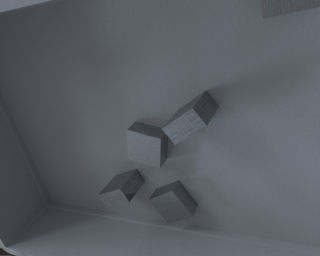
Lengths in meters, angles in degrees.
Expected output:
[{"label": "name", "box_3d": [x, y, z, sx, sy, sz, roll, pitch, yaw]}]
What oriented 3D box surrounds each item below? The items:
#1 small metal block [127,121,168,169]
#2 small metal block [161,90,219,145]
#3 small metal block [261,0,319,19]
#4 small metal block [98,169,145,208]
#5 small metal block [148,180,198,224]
[{"label": "small metal block", "box_3d": [-0.017, 0.023, 0.431, 0.050, 0.025, 0.050, 14, 124, 19]}, {"label": "small metal block", "box_3d": [0.036, -0.012, 0.365, 0.050, 0.050, 0.025, -34, 99, 38]}, {"label": "small metal block", "box_3d": [0.114, -0.128, 0.269, 0.050, 0.025, 0.050, -3, 117, 29]}, {"label": "small metal block", "box_3d": [-0.059, 0.093, 0.479, 0.050, 0.050, 0.025, -22, 107, 36]}, {"label": "small metal block", "box_3d": [0.020, 0.112, 0.466, 0.050, 0.025, 0.050, -30, 102, 37]}]
